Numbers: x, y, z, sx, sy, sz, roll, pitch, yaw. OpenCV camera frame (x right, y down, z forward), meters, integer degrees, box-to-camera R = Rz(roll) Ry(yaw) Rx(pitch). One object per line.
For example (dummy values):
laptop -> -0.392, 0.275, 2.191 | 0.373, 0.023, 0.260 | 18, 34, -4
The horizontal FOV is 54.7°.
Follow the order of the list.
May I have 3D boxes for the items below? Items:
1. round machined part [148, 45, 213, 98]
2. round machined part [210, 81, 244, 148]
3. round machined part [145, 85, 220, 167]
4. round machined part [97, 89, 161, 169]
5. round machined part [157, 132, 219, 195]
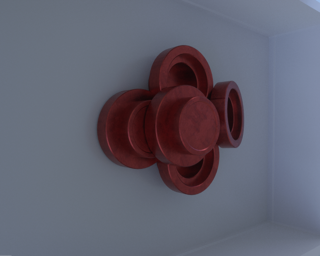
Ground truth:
round machined part -> 0.024, -0.058, 0.415 | 0.099, 0.042, 0.097 | 0, 90, -40
round machined part -> 0.091, -0.019, 0.458 | 0.098, 0.042, 0.097 | 9, 80, -60
round machined part -> 0.034, -0.003, 0.367 | 0.099, 0.042, 0.097 | 0, 90, -40
round machined part -> -0.022, 0.001, 0.374 | 0.099, 0.042, 0.097 | 0, 90, -40
round machined part -> 0.034, 0.039, 0.424 | 0.099, 0.042, 0.097 | 0, 90, -40
